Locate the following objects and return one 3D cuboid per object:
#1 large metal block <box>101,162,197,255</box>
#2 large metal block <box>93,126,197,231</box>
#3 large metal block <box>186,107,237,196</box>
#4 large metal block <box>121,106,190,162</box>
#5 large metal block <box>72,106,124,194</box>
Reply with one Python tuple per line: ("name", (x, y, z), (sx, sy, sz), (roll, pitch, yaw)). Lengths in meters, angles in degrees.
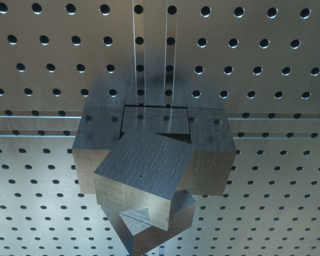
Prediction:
("large metal block", (-0.016, 0.091, 0.365), (0.081, 0.080, 0.050), (-21, 136, -27))
("large metal block", (-0.014, 0.051, 0.335), (0.080, 0.080, 0.050), (17, 131, 15))
("large metal block", (0.058, 0.030, 0.402), (0.050, 0.080, 0.079), (3, 130, -3))
("large metal block", (-0.007, 0.020, 0.409), (0.081, 0.050, 0.079), (2, 130, -2))
("large metal block", (-0.074, 0.028, 0.399), (0.050, 0.080, 0.079), (1, 130, -2))
